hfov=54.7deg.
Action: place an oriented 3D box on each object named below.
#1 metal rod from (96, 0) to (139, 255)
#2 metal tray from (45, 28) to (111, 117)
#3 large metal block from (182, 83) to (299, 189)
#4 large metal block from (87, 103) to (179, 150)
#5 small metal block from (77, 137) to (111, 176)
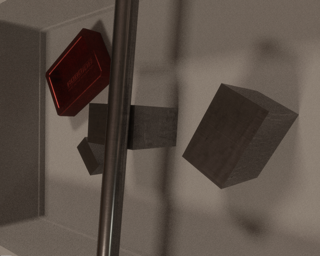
[{"bbox_3d":[-0.047,0.011,0.339,0.025,0.025,0.298,8,95,39],"label":"metal rod"},{"bbox_3d":[-0.135,-0.088,0.511,0.130,0.030,0.090,-35,69,34],"label":"metal tray"},{"bbox_3d":[0.080,0.007,0.304,0.050,0.081,0.079,39,114,32],"label":"large metal block"},{"bbox_3d":[-0.034,-0.004,0.397,0.080,0.081,0.050,6,94,39],"label":"large metal block"},{"bbox_3d":[-0.087,0.040,0.460,0.025,0.050,0.050,-46,63,30],"label":"small metal block"}]
